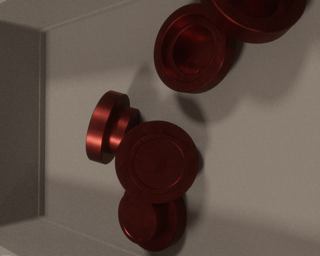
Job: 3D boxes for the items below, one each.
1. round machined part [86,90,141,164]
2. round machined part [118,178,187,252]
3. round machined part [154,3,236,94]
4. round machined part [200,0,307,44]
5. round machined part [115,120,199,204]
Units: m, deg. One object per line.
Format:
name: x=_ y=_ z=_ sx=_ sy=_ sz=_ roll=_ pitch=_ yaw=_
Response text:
round machined part: x=-0.057 y=0.002 z=0.413 sx=0.042 sy=0.098 sz=0.097 roll=16 pitch=102 yaw=8
round machined part: x=-0.017 y=0.113 z=0.408 sx=0.098 sy=0.042 sz=0.097 roll=0 pitch=90 yaw=39
round machined part: x=0.043 y=-0.088 z=0.359 sx=0.098 sy=0.042 sz=0.097 roll=0 pitch=90 yaw=39
round machined part: x=0.085 y=-0.125 z=0.301 sx=0.042 sy=0.099 sz=0.098 roll=123 pitch=133 yaw=-72
round machined part: x=-0.003 y=0.040 z=0.360 sx=0.042 sy=0.099 sz=0.097 roll=160 pitch=110 yaw=-84
